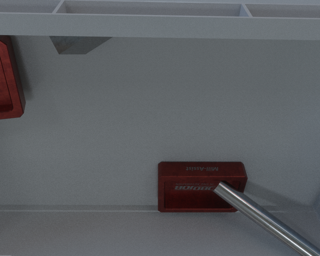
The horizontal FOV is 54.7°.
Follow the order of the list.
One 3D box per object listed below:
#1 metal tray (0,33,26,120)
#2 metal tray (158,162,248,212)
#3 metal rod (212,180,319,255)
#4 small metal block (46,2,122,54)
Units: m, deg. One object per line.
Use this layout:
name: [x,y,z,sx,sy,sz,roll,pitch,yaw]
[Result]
metal tray: [-0.222,-0.050,0.330,0.131,0.030,0.089,-7,123,-14]
metal tray: [0.062,0.094,0.487,0.131,0.030,0.089,0,130,-1]
metal rod: [0.206,0.172,0.450,0.301,0.025,0.025,36,125,5]
small metal block: [-0.073,-0.096,0.306,0.050,0.050,0.025,-26,95,20]
